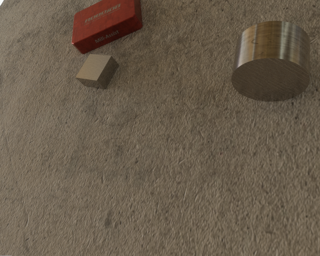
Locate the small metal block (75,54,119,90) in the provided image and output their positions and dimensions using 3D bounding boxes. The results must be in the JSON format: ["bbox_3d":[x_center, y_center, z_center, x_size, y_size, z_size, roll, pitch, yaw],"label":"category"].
[{"bbox_3d":[-0.104,-0.095,0.517,0.050,0.025,0.050,13,68,33],"label":"small metal block"}]

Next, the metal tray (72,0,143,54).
[{"bbox_3d":[-0.099,-0.199,0.575,0.130,0.030,0.090,-18,54,17],"label":"metal tray"}]

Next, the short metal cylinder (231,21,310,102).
[{"bbox_3d":[0.124,-0.072,0.348,0.080,0.080,0.050,-1,62,28],"label":"short metal cylinder"}]
